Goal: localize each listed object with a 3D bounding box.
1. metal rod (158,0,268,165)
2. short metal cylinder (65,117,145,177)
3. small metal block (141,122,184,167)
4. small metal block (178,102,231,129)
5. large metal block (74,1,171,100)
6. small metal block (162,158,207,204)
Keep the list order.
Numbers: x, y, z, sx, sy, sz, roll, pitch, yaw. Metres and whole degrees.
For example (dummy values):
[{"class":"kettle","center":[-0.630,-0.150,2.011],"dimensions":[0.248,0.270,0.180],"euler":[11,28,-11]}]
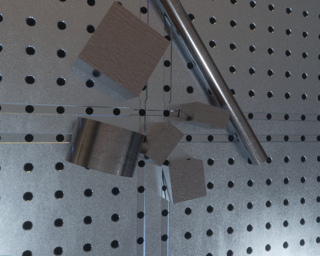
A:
[{"class":"metal rod","center":[0.074,-0.075,0.441],"dimensions":[0.025,0.025,0.299],"euler":[-36,102,-17]},{"class":"short metal cylinder","center":[-0.063,0.022,0.361],"dimensions":[0.081,0.080,0.050],"euler":[17,84,-20]},{"class":"small metal block","center":[-0.002,0.020,0.400],"dimensions":[0.025,0.050,0.050],"euler":[41,77,-16]},{"class":"small metal block","center":[0.059,-0.016,0.423],"dimensions":[0.050,0.050,0.025],"euler":[14,86,-20]},{"class":"large metal block","center":[-0.047,-0.092,0.382],"dimensions":[0.080,0.050,0.080],"euler":[32,79,-18]},{"class":"small metal block","center":[0.033,0.072,0.426],"dimensions":[0.050,0.025,0.050],"euler":[-8,93,-20]}]
